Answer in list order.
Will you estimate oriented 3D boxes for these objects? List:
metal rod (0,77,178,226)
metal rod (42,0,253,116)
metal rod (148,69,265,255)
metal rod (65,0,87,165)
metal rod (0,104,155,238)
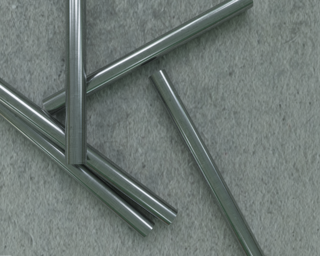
[{"bbox_3d":[-0.103,0.027,0.398,0.301,0.025,0.025,38,90,-5],"label":"metal rod"},{"bbox_3d":[-0.015,-0.099,0.409,0.301,0.025,0.025,-29,90,-1],"label":"metal rod"},{"bbox_3d":[0.066,0.060,0.410,0.025,0.025,0.299,-28,90,0],"label":"metal rod"},{"bbox_3d":[-0.105,-0.105,0.389,0.025,0.025,0.298,-2,82,-1],"label":"metal rod"},{"bbox_3d":[-0.129,0.038,0.408,0.300,0.025,0.025,41,90,-1],"label":"metal rod"}]
